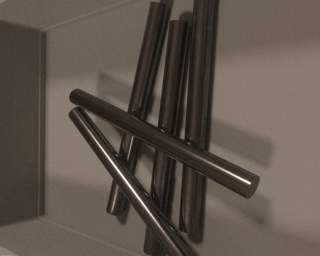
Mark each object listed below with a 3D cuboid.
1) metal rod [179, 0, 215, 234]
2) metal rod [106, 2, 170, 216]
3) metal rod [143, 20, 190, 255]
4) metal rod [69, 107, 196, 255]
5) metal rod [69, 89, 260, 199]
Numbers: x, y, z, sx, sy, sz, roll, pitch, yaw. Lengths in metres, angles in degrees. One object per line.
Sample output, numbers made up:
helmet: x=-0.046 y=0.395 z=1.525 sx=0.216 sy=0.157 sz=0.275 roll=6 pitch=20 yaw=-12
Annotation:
metal rod: x=0.044 y=-0.025 z=0.368 sx=0.025 sy=0.025 sz=0.298 roll=6 pitch=94 yaw=39
metal rod: x=-0.034 y=-0.019 z=0.432 sx=0.025 sy=0.025 sz=0.298 roll=22 pitch=103 yaw=37
metal rod: x=0.008 y=0.017 z=0.398 sx=0.025 sy=0.025 sz=0.298 roll=11 pitch=97 yaw=39
metal rod: x=-0.040 y=0.074 z=0.403 sx=0.300 sy=0.025 sz=0.025 roll=48 pitch=118 yaw=29
metal rod: x=-0.019 y=0.004 z=0.386 sx=0.300 sy=0.025 sz=0.025 roll=26 pitch=106 yaw=36
